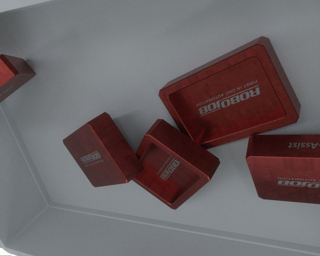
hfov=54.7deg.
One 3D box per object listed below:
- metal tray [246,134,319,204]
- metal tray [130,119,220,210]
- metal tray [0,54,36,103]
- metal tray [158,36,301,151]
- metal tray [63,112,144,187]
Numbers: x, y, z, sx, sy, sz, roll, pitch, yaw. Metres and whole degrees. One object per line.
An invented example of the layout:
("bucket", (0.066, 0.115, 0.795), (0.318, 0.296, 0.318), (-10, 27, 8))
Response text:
("metal tray", (0.166, 0.046, 0.326), (0.130, 0.030, 0.090), (-1, 139, 28))
("metal tray", (0.010, 0.053, 0.408), (0.090, 0.030, 0.129), (35, 146, 4))
("metal tray", (-0.241, -0.046, 0.421), (0.130, 0.090, 0.030), (-38, 102, -1))
("metal tray", (0.074, -0.031, 0.346), (0.130, 0.030, 0.090), (-21, 107, 35))
("metal tray", (-0.085, 0.036, 0.438), (0.090, 0.030, 0.130), (57, 147, -7))
